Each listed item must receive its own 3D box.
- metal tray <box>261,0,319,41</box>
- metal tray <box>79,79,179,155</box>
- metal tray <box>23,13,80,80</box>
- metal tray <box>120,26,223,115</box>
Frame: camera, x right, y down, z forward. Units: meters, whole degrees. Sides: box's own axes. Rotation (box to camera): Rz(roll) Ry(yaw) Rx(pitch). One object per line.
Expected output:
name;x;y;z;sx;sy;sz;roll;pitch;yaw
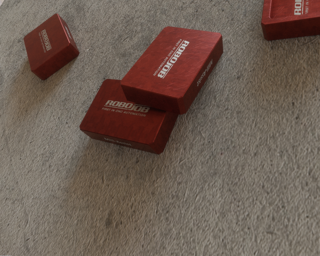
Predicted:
metal tray;0.189;-0.180;0.411;0.090;0.030;0.130;1;62;28
metal tray;-0.041;-0.020;0.435;0.130;0.030;0.090;10;67;32
metal tray;-0.219;-0.164;0.616;0.090;0.030;0.130;-34;51;5
metal tray;0.019;-0.083;0.416;0.090;0.030;0.130;17;57;26
